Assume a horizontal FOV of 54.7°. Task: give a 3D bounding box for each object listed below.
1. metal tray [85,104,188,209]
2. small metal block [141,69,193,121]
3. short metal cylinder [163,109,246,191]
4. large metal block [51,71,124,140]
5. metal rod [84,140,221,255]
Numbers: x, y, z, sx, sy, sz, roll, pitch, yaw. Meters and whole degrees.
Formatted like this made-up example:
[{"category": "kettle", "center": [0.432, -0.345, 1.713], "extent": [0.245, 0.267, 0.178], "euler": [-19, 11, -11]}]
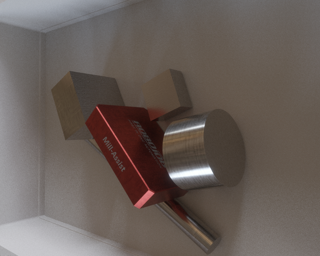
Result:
[{"category": "metal tray", "center": [-0.022, 0.028, 0.378], "extent": [0.030, 0.091, 0.130], "euler": [-51, 61, 27]}, {"category": "small metal block", "center": [0.008, -0.041, 0.395], "extent": [0.050, 0.025, 0.050], "euler": [-25, 75, 37]}, {"category": "short metal cylinder", "center": [0.048, 0.024, 0.328], "extent": [0.050, 0.081, 0.080], "euler": [-15, 81, 40]}, {"category": "large metal block", "center": [-0.099, -0.030, 0.448], "extent": [0.050, 0.081, 0.080], "euler": [-33, 70, 35]}, {"category": "metal rod", "center": [-0.040, 0.062, 0.436], "extent": [0.300, 0.025, 0.025], "euler": [35, 112, 34]}]
